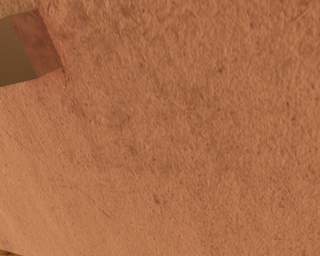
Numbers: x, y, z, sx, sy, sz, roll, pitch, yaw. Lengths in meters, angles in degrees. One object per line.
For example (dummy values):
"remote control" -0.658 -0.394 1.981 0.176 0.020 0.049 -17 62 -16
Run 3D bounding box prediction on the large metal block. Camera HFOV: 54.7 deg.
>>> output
"large metal block" -0.194 -0.108 0.424 0.080 0.050 0.080 -5 116 30
